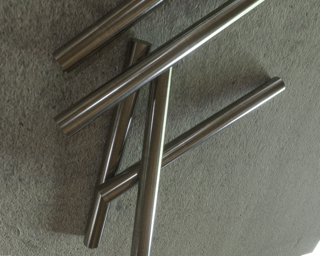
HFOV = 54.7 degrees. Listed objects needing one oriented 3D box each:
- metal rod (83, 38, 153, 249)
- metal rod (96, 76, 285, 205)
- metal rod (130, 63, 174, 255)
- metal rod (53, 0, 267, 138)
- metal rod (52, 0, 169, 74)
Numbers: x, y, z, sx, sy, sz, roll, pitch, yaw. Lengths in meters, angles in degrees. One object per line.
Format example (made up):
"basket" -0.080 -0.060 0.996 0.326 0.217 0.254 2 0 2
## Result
"metal rod" -0.060 0.037 0.396 0.025 0.025 0.298 3 117 -30
"metal rod" 0.052 0.009 0.422 0.302 0.025 0.025 -31 129 -15
"metal rod" -0.014 0.072 0.377 0.025 0.025 0.298 2 99 -30
"metal rod" 0.021 -0.088 0.337 0.301 0.025 0.025 -37 130 -14
"metal rod" 0.019 -0.156 0.320 0.301 0.025 0.025 -37 129 -3
